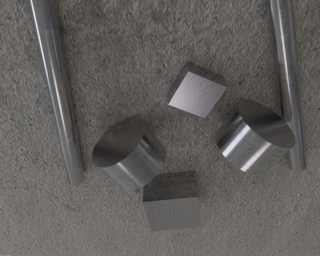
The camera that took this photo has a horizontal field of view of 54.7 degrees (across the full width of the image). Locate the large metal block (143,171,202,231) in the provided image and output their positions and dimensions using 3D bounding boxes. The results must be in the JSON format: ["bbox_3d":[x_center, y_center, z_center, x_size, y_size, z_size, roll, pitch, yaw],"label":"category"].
[{"bbox_3d":[0.021,0.117,0.490,0.080,0.050,0.080,-6,130,5],"label":"large metal block"}]

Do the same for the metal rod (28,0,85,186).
[{"bbox_3d":[-0.120,-0.035,0.376,0.025,0.025,0.298,2,130,-2],"label":"metal rod"}]

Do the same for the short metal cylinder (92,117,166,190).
[{"bbox_3d":[-0.039,0.032,0.398,0.080,0.080,0.050,-25,126,19],"label":"short metal cylinder"}]

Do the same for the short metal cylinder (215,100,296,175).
[{"bbox_3d":[0.116,0.011,0.382,0.080,0.080,0.050,20,127,-16],"label":"short metal cylinder"}]

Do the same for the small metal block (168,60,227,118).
[{"bbox_3d":[0.043,-0.045,0.369,0.050,0.025,0.050,20,127,-16],"label":"small metal block"}]

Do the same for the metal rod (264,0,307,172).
[{"bbox_3d":[0.151,-0.052,0.364,0.025,0.025,0.299,-16,129,13],"label":"metal rod"}]
